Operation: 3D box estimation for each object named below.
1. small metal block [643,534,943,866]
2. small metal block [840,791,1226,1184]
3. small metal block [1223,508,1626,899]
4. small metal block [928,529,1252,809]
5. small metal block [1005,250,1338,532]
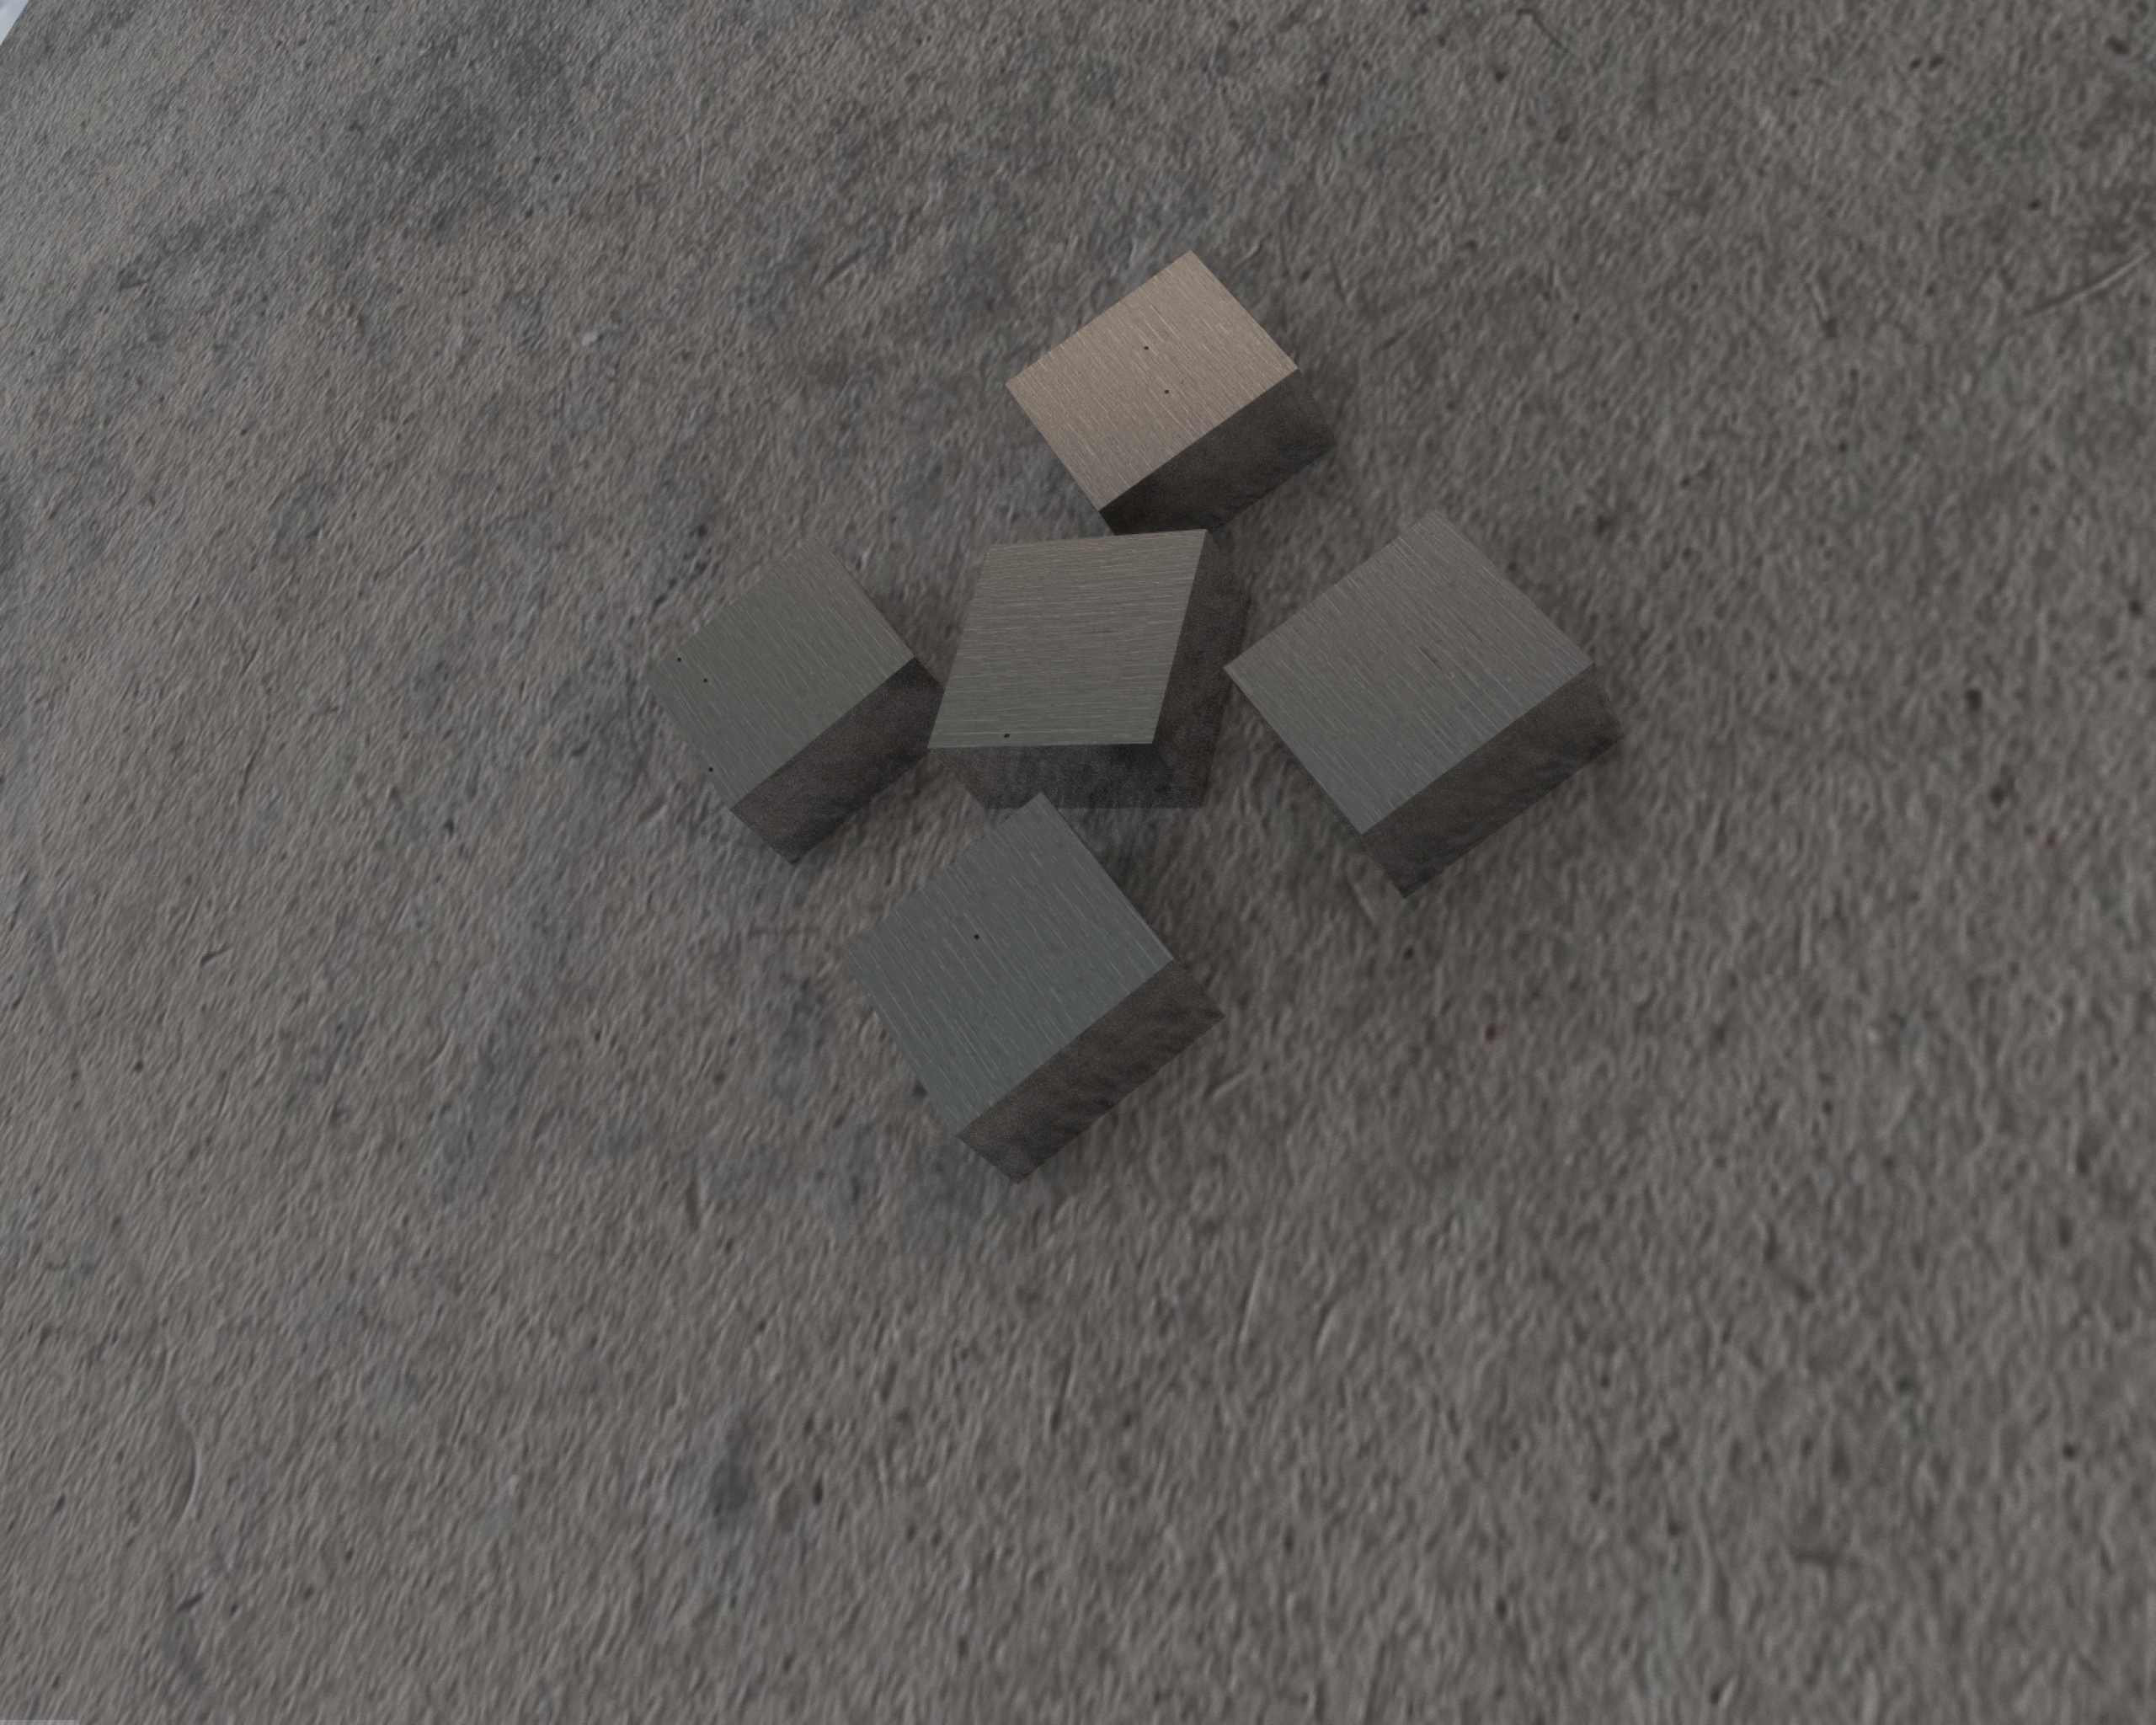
[{"bbox_3d":[-0.060,-0.036,0.458,0.050,0.025,0.050,-39,51,1],"label":"small metal block"},{"bbox_3d":[-0.009,0.023,0.394,0.050,0.025,0.050,-39,51,1],"label":"small metal block"},{"bbox_3d":[0.064,-0.030,0.389,0.050,0.025,0.050,-37,51,3],"label":"small metal block"},{"bbox_3d":[0.003,-0.039,0.426,0.050,0.025,0.050,1,62,28],"label":"small metal block"},{"bbox_3d":[0.020,-0.098,0.453,0.050,0.025,0.050,-35,51,5],"label":"small metal block"}]
